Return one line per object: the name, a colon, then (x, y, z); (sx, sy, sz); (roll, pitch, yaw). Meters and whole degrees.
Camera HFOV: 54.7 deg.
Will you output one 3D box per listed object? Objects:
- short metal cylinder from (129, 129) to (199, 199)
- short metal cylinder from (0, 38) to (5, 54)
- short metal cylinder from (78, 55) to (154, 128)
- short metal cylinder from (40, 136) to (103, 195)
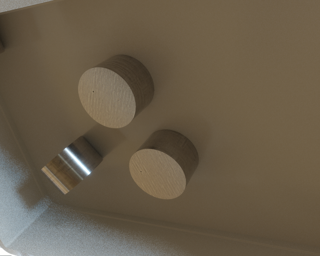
short metal cylinder: (0.006, 0.049, 0.418); (0.080, 0.050, 0.079); (13, 124, 20)
short metal cylinder: (-0.271, -0.123, 0.437); (0.080, 0.080, 0.050); (1, 119, 27)
short metal cylinder: (-0.054, -0.046, 0.391); (0.080, 0.050, 0.079); (13, 124, 20)
short metal cylinder: (-0.135, 0.057, 0.477); (0.050, 0.080, 0.080); (49, 128, -7)
